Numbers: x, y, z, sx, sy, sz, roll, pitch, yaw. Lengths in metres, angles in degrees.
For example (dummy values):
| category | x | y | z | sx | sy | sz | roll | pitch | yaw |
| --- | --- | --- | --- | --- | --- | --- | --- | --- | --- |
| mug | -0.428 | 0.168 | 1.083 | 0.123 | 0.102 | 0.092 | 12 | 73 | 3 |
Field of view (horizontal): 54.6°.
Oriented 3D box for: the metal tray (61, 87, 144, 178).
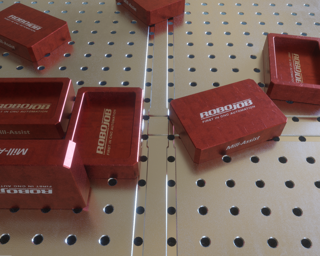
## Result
| category | x | y | z | sx | sy | sz | roll | pitch | yaw |
| --- | --- | --- | --- | --- | --- | --- | --- | --- | --- |
| metal tray | -0.069 | 0.001 | 0.402 | 0.090 | 0.030 | 0.130 | 1 | 50 | 0 |

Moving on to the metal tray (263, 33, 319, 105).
| category | x | y | z | sx | sy | sz | roll | pitch | yaw |
| --- | --- | --- | --- | --- | --- | --- | --- | --- | --- |
| metal tray | 0.213 | -0.096 | 0.486 | 0.090 | 0.030 | 0.130 | 8 | 50 | 7 |

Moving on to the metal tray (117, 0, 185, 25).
| category | x | y | z | sx | sy | sz | roll | pitch | yaw |
| --- | --- | --- | --- | --- | --- | --- | --- | --- | --- |
| metal tray | -0.022 | -0.261 | 0.624 | 0.091 | 0.030 | 0.130 | -28 | 56 | -22 |

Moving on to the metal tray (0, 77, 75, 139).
| category | x | y | z | sx | sy | sz | roll | pitch | yaw |
| --- | --- | --- | --- | --- | --- | --- | --- | --- | --- |
| metal tray | -0.192 | -0.029 | 0.427 | 0.131 | 0.030 | 0.090 | 0 | 50 | 0 |

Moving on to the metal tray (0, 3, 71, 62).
| category | x | y | z | sx | sy | sz | roll | pitch | yaw |
| --- | --- | --- | --- | --- | --- | --- | --- | --- | --- |
| metal tray | -0.238 | -0.172 | 0.549 | 0.130 | 0.030 | 0.090 | 26 | 55 | 20 |

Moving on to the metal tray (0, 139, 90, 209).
| category | x | y | z | sx | sy | sz | roll | pitch | yaw |
| --- | --- | --- | --- | --- | --- | --- | --- | --- | --- |
| metal tray | -0.147 | 0.050 | 0.322 | 0.131 | 0.090 | 0.030 | 0 | 50 | 0 |

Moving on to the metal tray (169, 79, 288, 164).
| category | x | y | z | sx | sy | sz | roll | pitch | yaw |
| --- | --- | --- | --- | --- | --- | --- | --- | --- | --- |
| metal tray | 0.088 | -0.013 | 0.416 | 0.131 | 0.030 | 0.090 | -17 | 52 | -14 |
